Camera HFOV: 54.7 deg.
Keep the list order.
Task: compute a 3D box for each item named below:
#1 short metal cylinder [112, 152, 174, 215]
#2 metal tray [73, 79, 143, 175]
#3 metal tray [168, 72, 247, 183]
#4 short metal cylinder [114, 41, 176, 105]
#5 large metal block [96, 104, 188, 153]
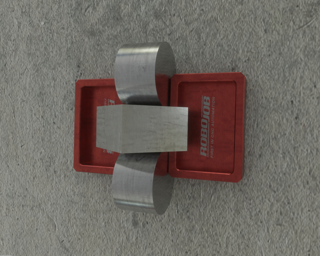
[{"bbox_3d":[-0.018,0.065,0.387,0.050,0.080,0.079,2,91,20],"label":"short metal cylinder"},{"bbox_3d":[-0.073,-0.002,0.434,0.090,0.030,0.129,2,91,19],"label":"metal tray"},{"bbox_3d":[0.059,-0.002,0.387,0.090,0.030,0.129,2,91,19],"label":"metal tray"},{"bbox_3d":[-0.015,-0.065,0.386,0.050,0.080,0.079,2,91,20],"label":"short metal cylinder"},{"bbox_3d":[-0.023,0.000,0.367,0.080,0.081,0.050,3,93,60],"label":"large metal block"}]
